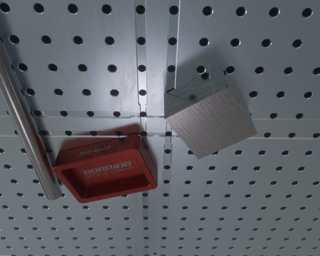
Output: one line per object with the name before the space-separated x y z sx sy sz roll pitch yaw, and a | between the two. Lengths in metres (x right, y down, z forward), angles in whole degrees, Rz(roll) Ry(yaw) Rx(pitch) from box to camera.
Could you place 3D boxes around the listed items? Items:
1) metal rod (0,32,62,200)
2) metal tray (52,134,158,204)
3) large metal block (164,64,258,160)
metal rod | -0.177 -0.007 0.404 0.025 0.025 0.298 -2 130 1
metal tray | -0.078 0.064 0.462 0.130 0.030 0.090 -14 129 11
large metal block | 0.061 -0.018 0.381 0.080 0.050 0.080 -27 125 21
